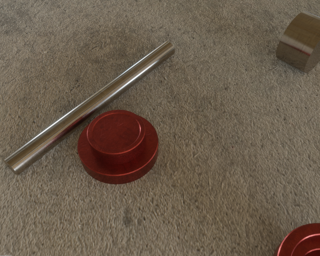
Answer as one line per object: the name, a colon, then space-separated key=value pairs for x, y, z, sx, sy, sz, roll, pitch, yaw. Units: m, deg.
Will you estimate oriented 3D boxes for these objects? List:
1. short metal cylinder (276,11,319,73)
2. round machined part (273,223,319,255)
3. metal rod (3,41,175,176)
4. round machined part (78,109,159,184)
short metal cylinder: x=0.227 y=-0.133 z=0.481 sx=0.080 sy=0.080 sz=0.050 roll=-36 pitch=59 yaw=-26
round machined part: x=0.148 y=0.140 z=0.276 sx=0.099 sy=0.042 sz=0.098 roll=0 pitch=50 yaw=0
metal rod: x=-0.080 y=-0.043 z=0.438 sx=0.025 sy=0.025 sz=0.301 roll=32 pitch=57 yaw=24
round machined part: x=-0.051 y=0.016 z=0.379 sx=0.099 sy=0.042 sz=0.098 roll=0 pitch=50 yaw=0
